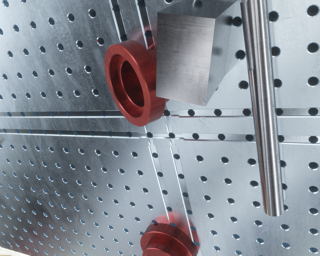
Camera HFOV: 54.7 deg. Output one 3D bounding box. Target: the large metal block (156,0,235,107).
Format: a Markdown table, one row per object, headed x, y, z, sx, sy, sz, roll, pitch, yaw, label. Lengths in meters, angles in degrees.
| x | y | z | sx | sy | sz | roll | pitch | yaw | label |
| --- | --- | --- | --- | --- | --- | --- | --- | --- | --- |
| 0.036 | -0.078 | 0.307 | 0.050 | 0.080 | 0.079 | 14 | 124 | 18 | large metal block |

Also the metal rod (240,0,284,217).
| x | y | z | sx | sy | sz | roll | pitch | yaw | label |
| --- | --- | --- | --- | --- | --- | --- | --- | --- | --- |
| 0.112 | -0.026 | 0.335 | 0.025 | 0.025 | 0.298 | 0 | 119 | 28 | metal rod |

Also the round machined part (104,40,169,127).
| x | y | z | sx | sy | sz | roll | pitch | yaw | label |
| --- | --- | --- | --- | --- | --- | --- | --- | --- | --- |
| -0.022 | -0.054 | 0.361 | 0.098 | 0.042 | 0.097 | 40 | 144 | 39 | round machined part |

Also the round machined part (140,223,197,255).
| x | y | z | sx | sy | sz | roll | pitch | yaw | label |
| --- | --- | --- | --- | --- | --- | --- | --- | --- | --- |
| 0.010 | 0.214 | 0.528 | 0.098 | 0.042 | 0.097 | 13 | 124 | 21 | round machined part |
